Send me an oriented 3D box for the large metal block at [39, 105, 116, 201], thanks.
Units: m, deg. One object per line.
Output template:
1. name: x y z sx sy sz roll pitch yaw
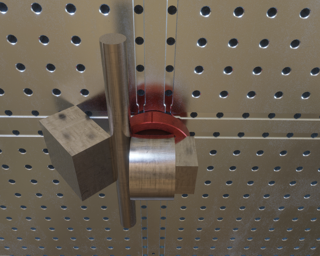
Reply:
1. large metal block: -0.103 0.031 0.392 0.050 0.080 0.079 -29 139 -31

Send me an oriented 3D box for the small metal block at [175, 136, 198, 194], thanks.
1. small metal block: 0.029 0.045 0.379 0.025 0.050 0.050 1 130 -1

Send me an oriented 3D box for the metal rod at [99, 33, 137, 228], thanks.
1. metal rod: -0.046 0.031 0.383 0.025 0.025 0.298 0 130 -1

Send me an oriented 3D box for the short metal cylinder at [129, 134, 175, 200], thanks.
1. short metal cylinder: -0.009 0.047 0.376 0.050 0.080 0.079 1 130 -1

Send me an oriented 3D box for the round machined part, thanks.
1. round machined part: -0.009 0.016 0.413 0.099 0.042 0.097 -1 130 0
